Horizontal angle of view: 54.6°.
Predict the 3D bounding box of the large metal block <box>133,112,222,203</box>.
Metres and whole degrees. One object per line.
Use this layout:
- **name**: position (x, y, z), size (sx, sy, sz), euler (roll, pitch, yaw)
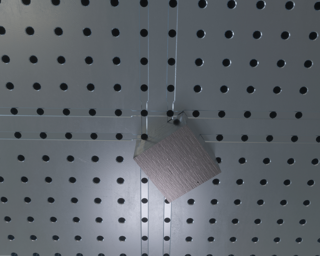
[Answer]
- **large metal block**: position (0.022, 0.039, 0.414), size (0.080, 0.050, 0.080), euler (-34, 107, 11)
